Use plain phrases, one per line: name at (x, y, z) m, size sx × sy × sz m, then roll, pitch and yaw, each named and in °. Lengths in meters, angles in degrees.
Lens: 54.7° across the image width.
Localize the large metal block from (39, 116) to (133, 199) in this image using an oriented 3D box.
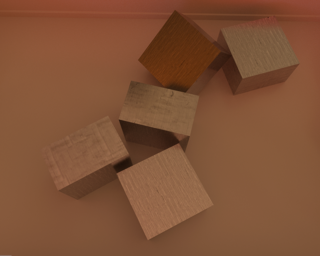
large metal block at (-0.081, 0.038, 0.365) m, size 0.080 × 0.080 × 0.050 m, roll -28°, pitch 73°, yaw -10°

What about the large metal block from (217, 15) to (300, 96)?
large metal block at (0.132, -0.101, 0.435) m, size 0.081 × 0.050 × 0.080 m, roll -16°, pitch 71°, yaw -6°

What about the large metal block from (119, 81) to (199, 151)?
large metal block at (-0.001, -0.010, 0.384) m, size 0.080 × 0.080 × 0.050 m, roll 13°, pitch 71°, yaw 4°

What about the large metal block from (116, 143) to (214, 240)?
large metal block at (0.005, 0.076, 0.369) m, size 0.080 × 0.050 × 0.080 m, roll -26°, pitch 72°, yaw -9°

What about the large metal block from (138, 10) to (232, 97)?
large metal block at (0.033, -0.093, 0.410) m, size 0.080 × 0.050 × 0.080 m, roll 47°, pitch 114°, yaw 14°
